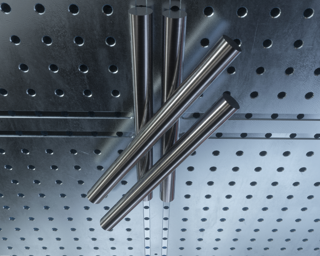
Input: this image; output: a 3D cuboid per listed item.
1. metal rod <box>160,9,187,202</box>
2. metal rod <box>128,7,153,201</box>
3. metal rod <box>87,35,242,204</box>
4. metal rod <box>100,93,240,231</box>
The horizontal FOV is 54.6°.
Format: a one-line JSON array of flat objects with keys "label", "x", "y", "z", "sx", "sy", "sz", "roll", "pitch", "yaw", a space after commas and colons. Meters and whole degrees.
[{"label": "metal rod", "x": 0.013, "y": -0.002, "z": 0.410, "sx": 0.025, "sy": 0.025, "sz": 0.298, "roll": 0, "pitch": 130, "yaw": -1}, {"label": "metal rod", "x": -0.022, "y": -0.004, "z": 0.408, "sx": 0.025, "sy": 0.025, "sz": 0.298, "roll": 0, "pitch": 130, "yaw": -1}, {"label": "metal rod", "x": -0.013, "y": 0.009, "z": 0.387, "sx": 0.025, "sy": 0.025, "sz": 0.299, "roll": 28, "pitch": 125, "yaw": -22}, {"label": "metal rod", "x": -0.003, "y": 0.064, "z": 0.432, "sx": 0.025, "sy": 0.025, "sz": 0.299, "roll": 28, "pitch": 125, "yaw": -22}]
